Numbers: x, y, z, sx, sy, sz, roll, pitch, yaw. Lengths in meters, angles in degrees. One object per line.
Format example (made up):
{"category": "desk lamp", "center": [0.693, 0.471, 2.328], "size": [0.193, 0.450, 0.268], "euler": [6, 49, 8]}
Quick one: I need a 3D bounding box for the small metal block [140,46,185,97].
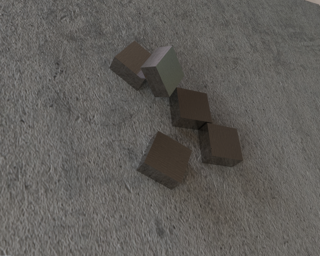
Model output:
{"category": "small metal block", "center": [0.005, -0.078, 0.429], "size": [0.050, 0.025, 0.050], "euler": [-57, 135, -35]}

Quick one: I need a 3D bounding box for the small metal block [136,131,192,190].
{"category": "small metal block", "center": [0.006, 0.040, 0.382], "size": [0.050, 0.025, 0.050], "euler": [31, 52, -9]}

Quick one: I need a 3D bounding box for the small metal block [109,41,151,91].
{"category": "small metal block", "center": [-0.034, -0.089, 0.439], "size": [0.050, 0.025, 0.050], "euler": [39, 51, -2]}

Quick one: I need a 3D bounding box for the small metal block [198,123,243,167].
{"category": "small metal block", "center": [0.084, 0.024, 0.434], "size": [0.050, 0.025, 0.050], "euler": [10, 57, -23]}

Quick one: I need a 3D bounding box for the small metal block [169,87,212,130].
{"category": "small metal block", "center": [0.043, -0.027, 0.443], "size": [0.050, 0.025, 0.050], "euler": [8, 58, -24]}
